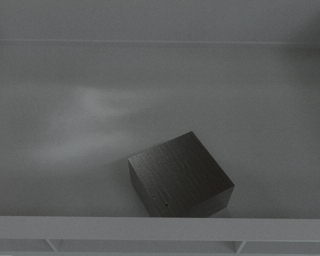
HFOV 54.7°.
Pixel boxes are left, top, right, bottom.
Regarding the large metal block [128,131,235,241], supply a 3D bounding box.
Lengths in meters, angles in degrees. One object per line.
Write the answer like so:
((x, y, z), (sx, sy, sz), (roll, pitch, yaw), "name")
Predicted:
((0.020, 0.061, 0.338), (0.081, 0.050, 0.080), (-22, 54, -18), "large metal block")
